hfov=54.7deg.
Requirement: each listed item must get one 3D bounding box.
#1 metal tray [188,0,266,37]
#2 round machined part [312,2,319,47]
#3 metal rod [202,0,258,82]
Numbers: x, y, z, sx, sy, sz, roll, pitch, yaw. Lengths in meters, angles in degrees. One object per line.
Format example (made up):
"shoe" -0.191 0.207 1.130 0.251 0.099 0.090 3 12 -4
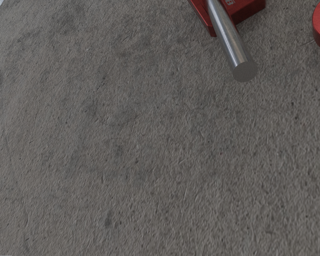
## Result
"metal tray" 0.086 -0.211 0.464 0.090 0.030 0.130 -30 67 9
"round machined part" 0.225 -0.115 0.345 0.098 0.042 0.098 -13 56 21
"metal rod" 0.078 -0.159 0.420 0.025 0.025 0.300 -21 41 15
